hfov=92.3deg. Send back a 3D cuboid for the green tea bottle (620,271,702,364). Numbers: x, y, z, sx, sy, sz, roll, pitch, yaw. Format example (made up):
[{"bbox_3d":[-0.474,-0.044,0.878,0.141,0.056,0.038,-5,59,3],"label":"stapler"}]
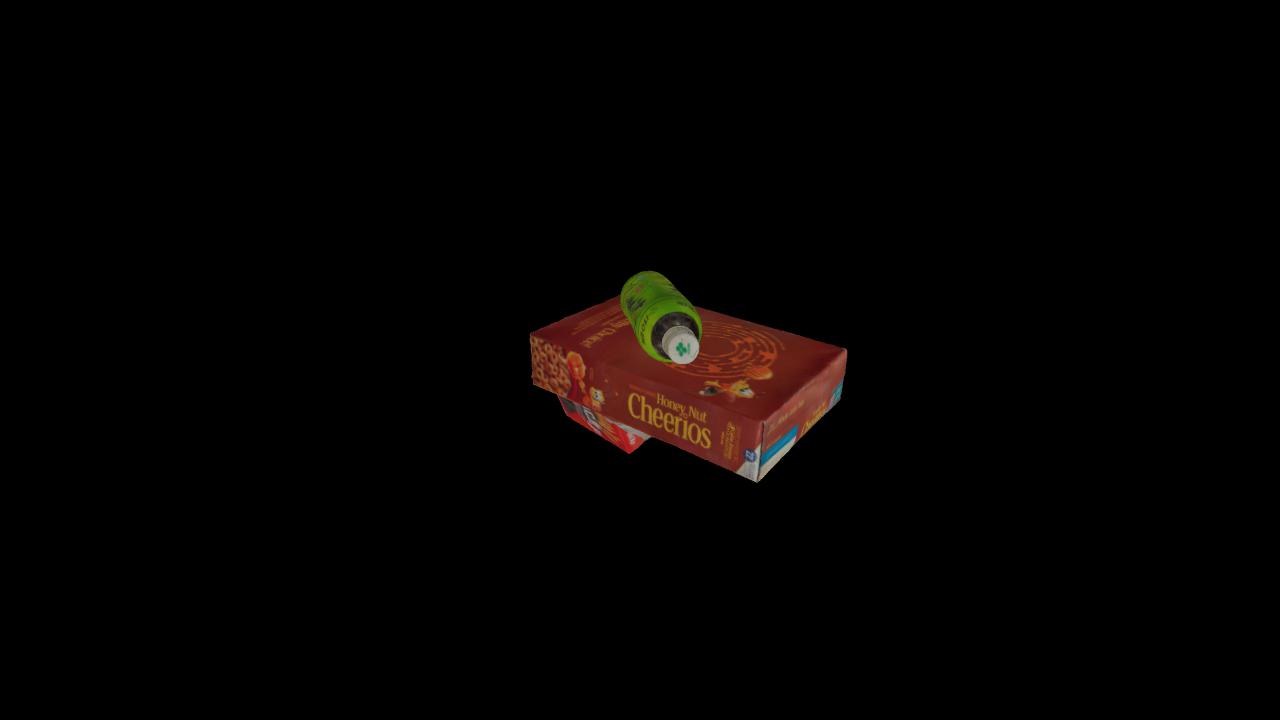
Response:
[{"bbox_3d":[0.025,-0.043,0.667,0.073,0.073,0.212,0,20,-11],"label":"green tea bottle"}]

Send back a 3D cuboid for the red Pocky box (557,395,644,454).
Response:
[{"bbox_3d":[-0.060,0.055,0.767,0.028,0.083,0.155,-34,31,-24],"label":"red Pocky box"}]

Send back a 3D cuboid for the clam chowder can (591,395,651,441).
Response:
[{"bbox_3d":[-0.015,0.046,0.715,0.068,0.068,0.102,0,-33,15],"label":"clam chowder can"}]

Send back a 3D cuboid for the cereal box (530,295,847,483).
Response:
[{"bbox_3d":[0.052,0.010,0.704,0.306,0.081,0.203,20,33,32],"label":"cereal box"}]
